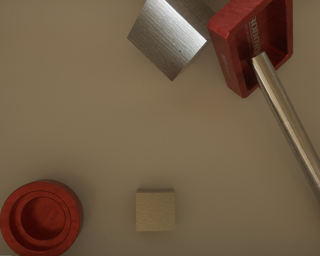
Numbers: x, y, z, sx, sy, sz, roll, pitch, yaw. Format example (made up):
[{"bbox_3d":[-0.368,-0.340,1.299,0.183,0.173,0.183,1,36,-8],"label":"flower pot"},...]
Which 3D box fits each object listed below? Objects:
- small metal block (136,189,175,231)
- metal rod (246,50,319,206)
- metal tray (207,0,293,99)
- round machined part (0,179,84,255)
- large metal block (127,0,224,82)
[{"bbox_3d":[-0.006,0.108,0.411,0.050,0.025,0.050,0,90,-1],"label":"small metal block"},{"bbox_3d":[0.189,0.041,0.393,0.025,0.025,0.299,-30,99,0],"label":"metal rod"},{"bbox_3d":[0.111,-0.102,0.362,0.090,0.130,0.030,-43,57,-1],"label":"metal tray"},{"bbox_3d":[-0.148,0.115,0.401,0.099,0.042,0.097,0,90,-1],"label":"round machined part"},{"bbox_3d":[0.018,-0.118,0.377,0.080,0.080,0.050,44,52,-1],"label":"large metal block"}]
